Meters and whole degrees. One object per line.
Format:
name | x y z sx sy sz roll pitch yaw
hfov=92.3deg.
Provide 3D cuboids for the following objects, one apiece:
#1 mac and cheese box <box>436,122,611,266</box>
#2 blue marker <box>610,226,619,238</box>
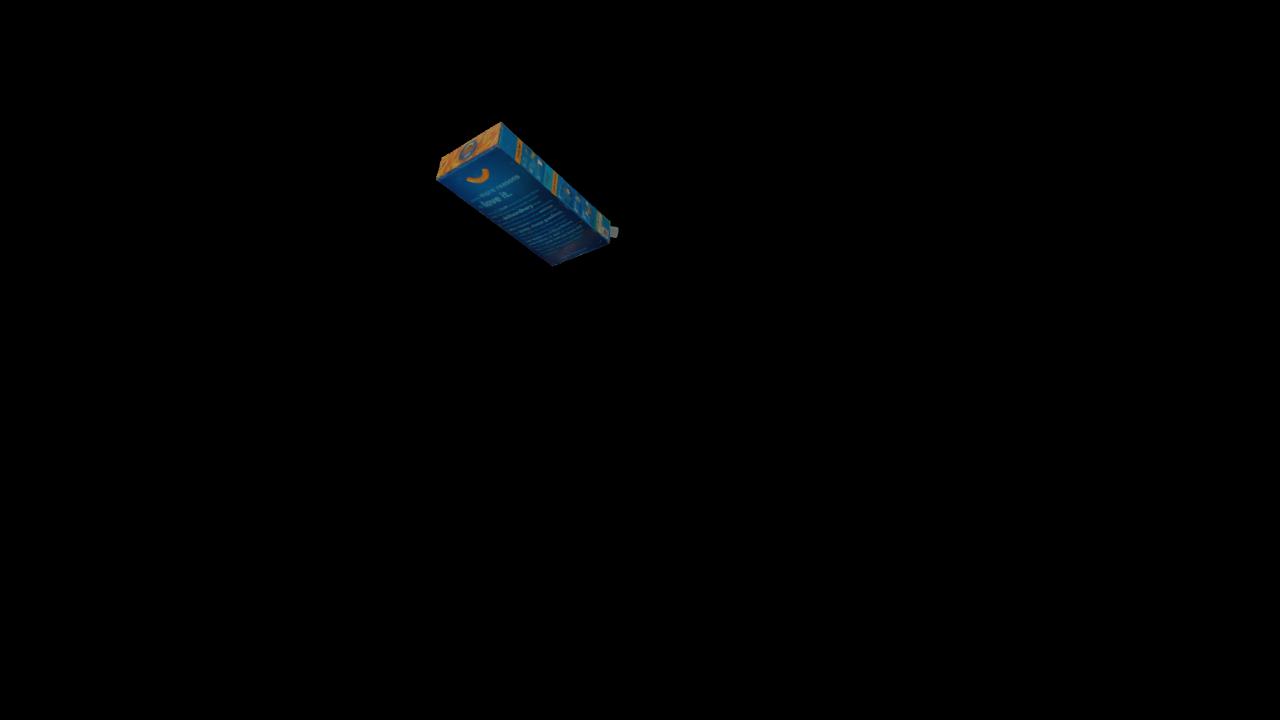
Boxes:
mac and cheese box | -0.124 -0.177 0.692 0.093 0.041 0.184 -14 -31 31
blue marker | -0.097 -0.229 1.058 0.121 0.020 0.020 8 -2 -13
